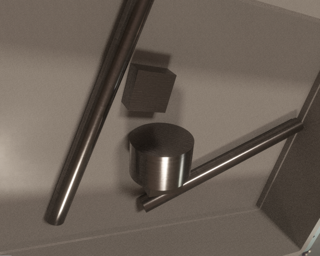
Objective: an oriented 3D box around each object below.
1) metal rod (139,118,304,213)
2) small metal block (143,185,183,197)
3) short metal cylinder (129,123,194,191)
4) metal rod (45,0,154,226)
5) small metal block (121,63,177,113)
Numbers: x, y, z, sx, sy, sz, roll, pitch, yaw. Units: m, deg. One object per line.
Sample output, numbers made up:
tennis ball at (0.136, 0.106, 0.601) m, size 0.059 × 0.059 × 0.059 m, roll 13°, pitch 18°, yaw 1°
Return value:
metal rod at (0.107, 0.055, 0.503) m, size 0.302 × 0.025 × 0.025 m, roll -25°, pitch 128°, yaw -14°
small metal block at (-0.001, 0.068, 0.436) m, size 0.050 × 0.050 × 0.025 m, roll -3°, pitch 120°, yaw -27°
short metal cylinder at (0.001, 0.034, 0.397) m, size 0.081 × 0.080 × 0.050 m, roll -11°, pitch 123°, yaw -23°
metal rod at (-0.078, -0.008, 0.361) m, size 0.025 × 0.025 × 0.298 m, roll 13°, pitch 112°, yaw -34°
small metal block at (-0.014, -0.047, 0.373) m, size 0.050 × 0.025 × 0.050 m, roll 2°, pitch 117°, yaw -30°
